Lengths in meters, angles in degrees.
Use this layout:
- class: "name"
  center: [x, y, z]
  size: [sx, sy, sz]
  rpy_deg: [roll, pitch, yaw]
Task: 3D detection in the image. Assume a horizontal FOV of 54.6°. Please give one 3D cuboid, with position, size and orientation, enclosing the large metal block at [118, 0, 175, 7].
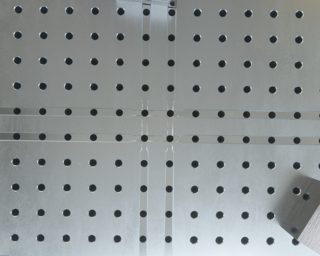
- class: "large metal block"
  center: [-0.015, -0.210, 0.401]
  size: [0.080, 0.050, 0.080]
  rpy_deg: [7, 90, 0]

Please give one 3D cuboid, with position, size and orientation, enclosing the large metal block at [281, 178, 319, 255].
- class: "large metal block"
  center: [0.222, 0.124, 0.402]
  size: [0.080, 0.050, 0.080]
  rpy_deg: [33, 90, 0]
